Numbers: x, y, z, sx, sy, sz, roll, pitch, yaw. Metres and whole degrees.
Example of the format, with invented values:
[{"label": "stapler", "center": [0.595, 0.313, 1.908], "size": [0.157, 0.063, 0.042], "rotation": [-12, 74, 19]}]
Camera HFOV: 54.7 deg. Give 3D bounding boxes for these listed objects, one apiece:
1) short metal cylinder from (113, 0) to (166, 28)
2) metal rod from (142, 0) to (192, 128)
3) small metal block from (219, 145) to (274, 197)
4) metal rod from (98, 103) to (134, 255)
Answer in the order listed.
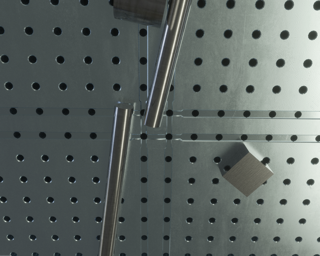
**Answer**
[{"label": "short metal cylinder", "center": [-0.016, -0.152, 0.328], "size": [0.050, 0.080, 0.079], "rotation": [11, 110, -4]}, {"label": "metal rod", "center": [0.023, -0.141, 0.361], "size": [0.025, 0.025, 0.298], "rotation": [13, 110, -5]}, {"label": "small metal block", "center": [0.121, 0.061, 0.437], "size": [0.050, 0.025, 0.050], "rotation": [40, 105, -14]}, {"label": "metal rod", "center": [-0.069, 0.110, 0.453], "size": [0.025, 0.025, 0.298], "rotation": [8, 110, -3]}]
